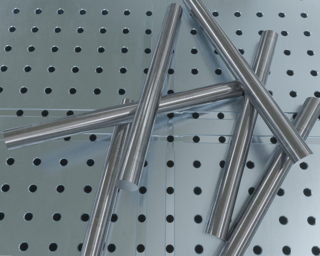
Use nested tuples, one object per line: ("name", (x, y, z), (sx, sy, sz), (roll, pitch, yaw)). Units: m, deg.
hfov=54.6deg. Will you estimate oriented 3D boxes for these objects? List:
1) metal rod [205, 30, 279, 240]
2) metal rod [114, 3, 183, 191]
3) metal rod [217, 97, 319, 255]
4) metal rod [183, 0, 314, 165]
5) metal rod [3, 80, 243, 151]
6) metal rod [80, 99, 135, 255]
("metal rod", (0.115, -0.005, 0.414), (0.025, 0.025, 0.300), (18, 71, 6))
("metal rod", (-0.005, -0.062, 0.394), (0.025, 0.025, 0.300), (11, 55, 4))
("metal rod", (0.128, 0.082, 0.382), (0.025, 0.025, 0.300), (33, 73, 11))
("metal rod", (0.106, -0.084, 0.422), (0.025, 0.025, 0.299), (-22, 64, -8))
("metal rod", (-0.033, -0.021, 0.393), (0.302, 0.025, 0.025), (-14, 70, -15))
("metal rod", (-0.070, 0.104, 0.373), (0.025, 0.025, 0.299), (10, 70, 4))
